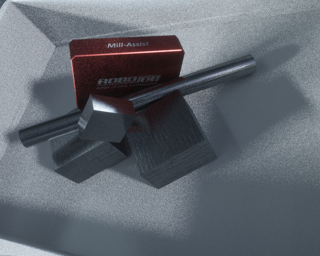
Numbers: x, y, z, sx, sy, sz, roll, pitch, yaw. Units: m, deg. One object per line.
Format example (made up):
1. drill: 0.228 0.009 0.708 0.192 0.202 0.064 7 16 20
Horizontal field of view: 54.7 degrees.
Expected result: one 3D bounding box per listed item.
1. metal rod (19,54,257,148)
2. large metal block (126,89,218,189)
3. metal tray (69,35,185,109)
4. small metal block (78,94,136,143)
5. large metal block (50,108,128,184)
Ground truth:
1. metal rod: -0.026 -0.035 0.390 0.302 0.025 0.025 -18 53 -2
2. large metal block: 0.010 0.014 0.373 0.080 0.050 0.080 -29 52 9
3. metal tray: -0.042 -0.068 0.390 0.131 0.089 0.030 -7 54 -14
4. small metal block: -0.063 -0.010 0.363 0.050 0.050 0.025 -55 40 38
5. large metal block: -0.101 0.017 0.426 0.080 0.050 0.080 -29 52 9
